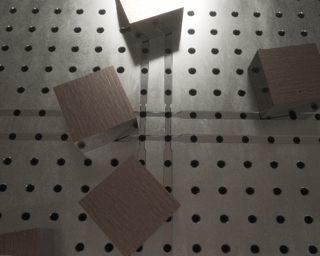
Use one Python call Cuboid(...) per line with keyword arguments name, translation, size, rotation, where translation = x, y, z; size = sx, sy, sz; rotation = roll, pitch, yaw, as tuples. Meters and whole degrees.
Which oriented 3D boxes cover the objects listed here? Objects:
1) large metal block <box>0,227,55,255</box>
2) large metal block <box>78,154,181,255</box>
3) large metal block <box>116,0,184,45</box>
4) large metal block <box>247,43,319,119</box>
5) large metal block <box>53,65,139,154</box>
Cuboid(name="large metal block", translation=(-0.162, 0.158, 0.339), size=(0.081, 0.050, 0.080), rotation=(-9, 70, -4))
Cuboid(name="large metal block", translation=(-0.033, 0.092, 0.364), size=(0.080, 0.050, 0.080), rotation=(-42, 76, -14))
Cuboid(name="large metal block", translation=(-0.018, -0.183, 0.465), size=(0.080, 0.050, 0.080), rotation=(-20, 72, -8))
Cuboid(name="large metal block", translation=(0.175, -0.064, 0.424), size=(0.081, 0.050, 0.080), rotation=(-8, 70, -3))
Cuboid(name="large metal block", translation=(-0.081, -0.024, 0.406), size=(0.080, 0.050, 0.080), rotation=(-23, 72, -8))
